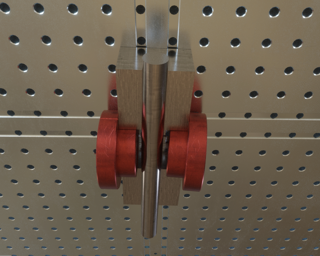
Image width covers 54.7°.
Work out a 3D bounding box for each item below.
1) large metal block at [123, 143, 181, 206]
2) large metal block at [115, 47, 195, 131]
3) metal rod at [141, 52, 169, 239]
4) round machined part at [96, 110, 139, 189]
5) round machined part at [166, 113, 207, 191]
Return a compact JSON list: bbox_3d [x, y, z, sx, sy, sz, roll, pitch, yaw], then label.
[{"bbox_3d":[-0.012,0.068,0.452,0.081,0.050,0.079,2,130,-2],"label":"large metal block"},{"bbox_3d":[-0.006,-0.044,0.357,0.081,0.050,0.079,2,130,-2],"label":"large metal block"},{"bbox_3d":[-0.011,0.048,0.386,0.025,0.025,0.298,2,130,-2],"label":"metal rod"},{"bbox_3d":[-0.049,0.027,0.385,0.042,0.098,0.097,2,130,-1],"label":"round machined part"},{"bbox_3d":[0.031,0.029,0.388,0.042,0.098,0.097,4,130,2],"label":"round machined part"}]
